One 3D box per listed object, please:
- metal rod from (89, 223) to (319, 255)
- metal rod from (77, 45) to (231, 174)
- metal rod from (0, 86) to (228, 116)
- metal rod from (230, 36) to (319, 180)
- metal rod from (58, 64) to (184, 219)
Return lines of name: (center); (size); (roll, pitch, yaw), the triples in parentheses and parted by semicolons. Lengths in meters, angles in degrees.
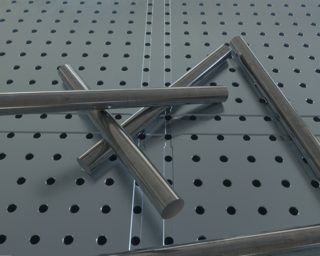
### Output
metal rod: (0.047, 0.123, 0.304); (0.302, 0.025, 0.025); (-6, 50, -6)
metal rod: (0.009, -0.041, 0.442); (0.025, 0.025, 0.302); (34, 57, 25)
metal rod: (-0.044, -0.037, 0.387); (0.303, 0.025, 0.025); (-5, 49, -26)
metal rod: (0.169, -0.037, 0.440); (0.025, 0.025, 0.300); (-11, 51, -9)
metal rod: (-0.067, -0.007, 0.381); (0.025, 0.025, 0.300); (-26, 45, -20)
